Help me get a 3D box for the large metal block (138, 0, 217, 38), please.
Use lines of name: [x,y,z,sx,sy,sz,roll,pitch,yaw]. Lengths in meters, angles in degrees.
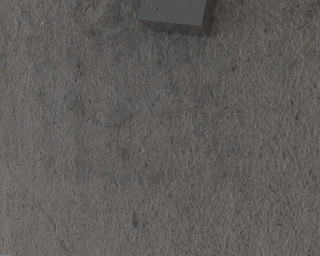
large metal block: [0.026,-0.163,0.386,0.080,0.050,0.080,12,94,19]
